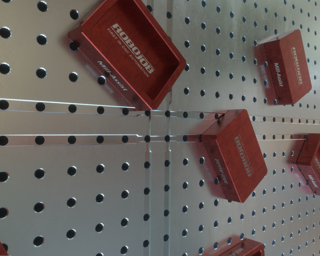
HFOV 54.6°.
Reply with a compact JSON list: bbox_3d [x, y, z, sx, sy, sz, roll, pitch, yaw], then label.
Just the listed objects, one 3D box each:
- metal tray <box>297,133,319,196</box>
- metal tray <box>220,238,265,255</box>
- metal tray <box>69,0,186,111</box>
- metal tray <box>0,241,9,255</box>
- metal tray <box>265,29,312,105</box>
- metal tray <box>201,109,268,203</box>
[{"bbox_3d":[0.364,0.085,0.708,0.130,0.030,0.090,49,61,-29],"label":"metal tray"},{"bbox_3d":[0.125,0.250,0.509,0.131,0.030,0.090,-10,97,-39],"label":"metal tray"},{"bbox_3d":[-0.032,-0.094,0.377,0.130,0.030,0.090,47,62,-30],"label":"metal tray"},{"bbox_3d":[-0.175,0.132,0.259,0.091,0.030,0.129,-32,110,-35],"label":"metal tray"},{"bbox_3d":[0.260,-0.122,0.621,0.091,0.030,0.129,-32,110,-35],"label":"metal tray"},{"bbox_3d":[0.126,0.045,0.510,0.090,0.030,0.130,-38,113,-33],"label":"metal tray"}]
